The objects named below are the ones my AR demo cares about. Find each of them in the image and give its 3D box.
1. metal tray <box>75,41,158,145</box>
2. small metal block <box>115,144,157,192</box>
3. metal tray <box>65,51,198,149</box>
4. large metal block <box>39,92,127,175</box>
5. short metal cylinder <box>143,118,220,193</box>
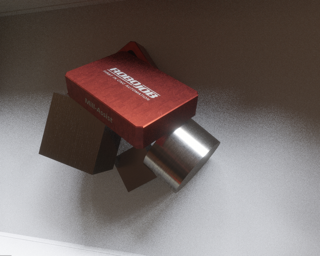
[{"bbox_3d":[-0.057,-0.043,0.425,0.130,0.030,0.090,-35,79,16],"label":"metal tray"},{"bbox_3d":[-0.028,0.051,0.418,0.050,0.025,0.050,-30,80,17],"label":"small metal block"},{"bbox_3d":[-0.034,-0.039,0.354,0.130,0.091,0.030,35,140,31],"label":"metal tray"},{"bbox_3d":[-0.096,0.005,0.394,0.080,0.050,0.080,17,96,18],"label":"large metal block"},{"bbox_3d":[0.026,0.031,0.370,0.050,0.080,0.080,41,103,15],"label":"short metal cylinder"}]
